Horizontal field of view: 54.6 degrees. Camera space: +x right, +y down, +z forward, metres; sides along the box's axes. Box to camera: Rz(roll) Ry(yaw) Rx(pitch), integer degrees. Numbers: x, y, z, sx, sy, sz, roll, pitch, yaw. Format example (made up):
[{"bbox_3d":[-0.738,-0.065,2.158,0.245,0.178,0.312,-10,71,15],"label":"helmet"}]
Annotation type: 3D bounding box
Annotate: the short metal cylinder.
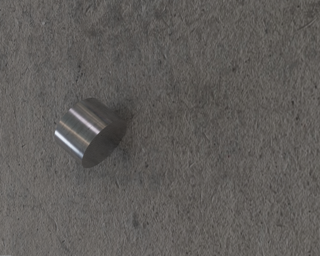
[{"bbox_3d":[-0.091,0.007,0.412,0.050,0.080,0.080,38,102,16],"label":"short metal cylinder"}]
